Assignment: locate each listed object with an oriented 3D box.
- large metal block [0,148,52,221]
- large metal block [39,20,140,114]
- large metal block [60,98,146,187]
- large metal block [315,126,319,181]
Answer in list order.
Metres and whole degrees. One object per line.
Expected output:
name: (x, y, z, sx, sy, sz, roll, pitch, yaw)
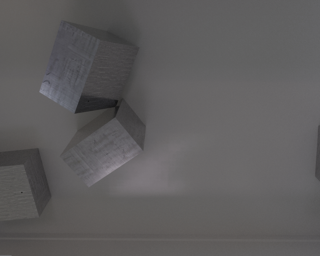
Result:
large metal block: (-0.206, 0.078, 0.425, 0.080, 0.050, 0.079, -6, 110, 2)
large metal block: (-0.077, -0.067, 0.349, 0.050, 0.080, 0.079, 30, 109, 17)
large metal block: (-0.066, 0.015, 0.387, 0.080, 0.080, 0.050, -34, 107, 12)
large metal block: (0.247, 0.045, 0.401, 0.050, 0.080, 0.079, -6, 110, 2)
